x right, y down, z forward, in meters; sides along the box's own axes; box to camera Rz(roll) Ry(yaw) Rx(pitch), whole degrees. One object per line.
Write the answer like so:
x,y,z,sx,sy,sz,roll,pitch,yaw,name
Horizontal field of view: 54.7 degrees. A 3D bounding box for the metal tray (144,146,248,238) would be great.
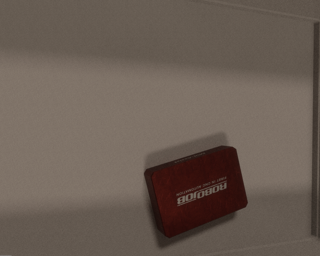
0.052,0.084,0.429,0.131,0.030,0.089,-15,95,-20,metal tray
